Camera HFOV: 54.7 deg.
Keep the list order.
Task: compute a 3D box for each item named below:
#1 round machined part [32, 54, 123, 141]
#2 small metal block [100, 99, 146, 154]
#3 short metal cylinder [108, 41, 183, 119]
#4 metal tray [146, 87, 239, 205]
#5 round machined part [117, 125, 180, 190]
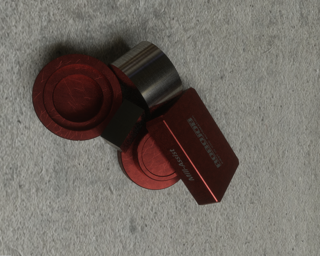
[{"bbox_3d":[-0.097,-0.034,0.366,0.099,0.042,0.097,0,90,-21],"label":"round machined part"},{"bbox_3d":[-0.041,0.000,0.364,0.025,0.050,0.050,31,79,7],"label":"small metal block"},{"bbox_3d":[-0.019,-0.057,0.376,0.050,0.080,0.080,-40,103,-16],"label":"short metal cylinder"},{"bbox_3d":[0.048,0.022,0.403,0.130,0.030,0.090,56,42,-12],"label":"metal tray"},{"bbox_3d":[-0.002,0.032,0.401,0.099,0.042,0.097,0,90,-21],"label":"round machined part"}]
